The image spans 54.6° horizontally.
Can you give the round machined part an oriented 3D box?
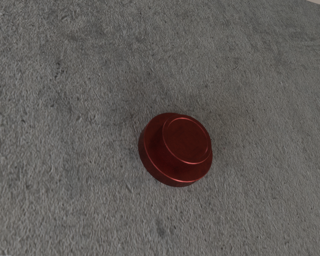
[{"bbox_3d":[0.026,0.022,0.393,0.099,0.042,0.098,13,56,-21],"label":"round machined part"}]
